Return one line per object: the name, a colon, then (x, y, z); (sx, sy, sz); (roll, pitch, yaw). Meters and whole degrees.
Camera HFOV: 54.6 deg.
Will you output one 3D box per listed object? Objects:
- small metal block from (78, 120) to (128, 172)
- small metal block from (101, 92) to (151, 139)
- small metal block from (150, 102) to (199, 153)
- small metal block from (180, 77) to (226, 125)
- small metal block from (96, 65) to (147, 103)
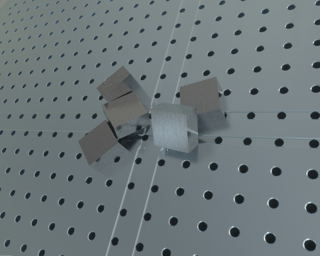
small metal block: (-0.081, 0.025, 0.437); (0.050, 0.025, 0.050); (-38, 51, 3)
small metal block: (-0.048, -0.018, 0.436); (0.050, 0.025, 0.050); (-25, 50, -13)
small metal block: (0.018, -0.001, 0.381); (0.050, 0.050, 0.025); (11, 29, 33)
small metal block: (0.054, -0.033, 0.401); (0.050, 0.025, 0.050); (-14, 56, 20)
small metal block: (-0.055, -0.054, 0.456); (0.050, 0.050, 0.025); (-41, 51, 1)
